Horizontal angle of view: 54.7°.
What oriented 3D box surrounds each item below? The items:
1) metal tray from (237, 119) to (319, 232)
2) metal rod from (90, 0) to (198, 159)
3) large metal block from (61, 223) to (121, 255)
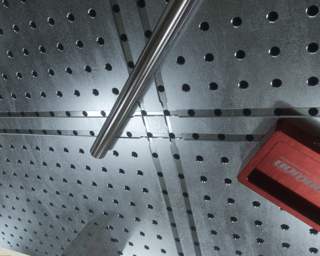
[{"bbox_3d":[0.168,0.059,0.355,0.130,0.030,0.089,32,129,7],"label":"metal tray"},{"bbox_3d":[-0.030,-0.056,0.392,0.025,0.025,0.298,38,129,3],"label":"metal rod"},{"bbox_3d":[-0.129,0.243,0.594,0.050,0.080,0.080,-3,117,30],"label":"large metal block"}]
